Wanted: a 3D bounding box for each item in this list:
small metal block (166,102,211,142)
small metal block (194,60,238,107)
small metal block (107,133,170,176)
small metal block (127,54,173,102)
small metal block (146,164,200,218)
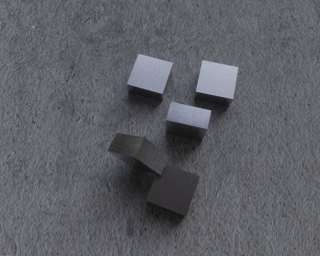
[{"bbox_3d":[0.035,-0.007,0.398,0.050,0.050,0.025,13,71,4],"label":"small metal block"},{"bbox_3d":[0.078,-0.062,0.431,0.050,0.025,0.050,12,70,4],"label":"small metal block"},{"bbox_3d":[-0.026,0.031,0.372,0.050,0.050,0.025,7,65,44],"label":"small metal block"},{"bbox_3d":[-0.013,-0.070,0.434,0.050,0.025,0.050,16,71,5],"label":"small metal block"},{"bbox_3d":[0.016,0.076,0.380,0.050,0.025,0.050,20,71,7],"label":"small metal block"}]
